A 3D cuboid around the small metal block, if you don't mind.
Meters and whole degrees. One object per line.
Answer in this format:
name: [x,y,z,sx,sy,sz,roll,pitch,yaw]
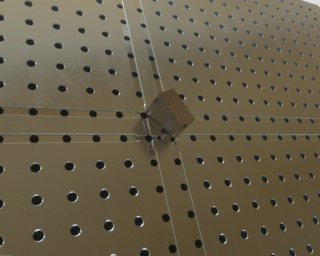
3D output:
small metal block: [0.011,-0.015,0.407,0.025,0.050,0.050,-25,76,-37]
